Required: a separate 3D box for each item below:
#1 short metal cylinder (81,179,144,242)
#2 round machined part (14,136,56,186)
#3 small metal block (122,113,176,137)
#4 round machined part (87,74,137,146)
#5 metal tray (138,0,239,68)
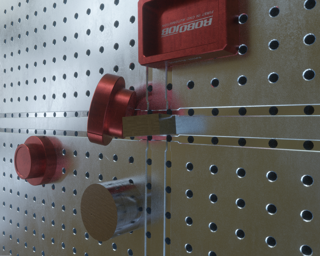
[{"bbox_3d":[-0.070,0.118,0.452,0.080,0.050,0.080,0,90,40],"label":"short metal cylinder"},{"bbox_3d":[-0.248,0.064,0.604,0.098,0.042,0.097,0,90,40],"label":"round machined part"},{"bbox_3d":[-0.013,-0.003,0.397,0.050,0.050,0.025,-5,87,25],"label":"small metal block"},{"bbox_3d":[-0.061,-0.022,0.425,0.042,0.098,0.097,14,101,4],"label":"round machined part"},{"bbox_3d":[0.030,-0.128,0.381,0.130,0.030,0.089,-1,89,40],"label":"metal tray"}]
